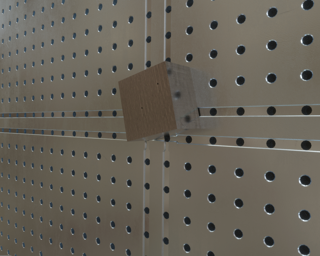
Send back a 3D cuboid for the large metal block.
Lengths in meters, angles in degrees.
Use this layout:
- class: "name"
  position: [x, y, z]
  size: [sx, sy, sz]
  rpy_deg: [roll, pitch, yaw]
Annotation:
- class: "large metal block"
  position: [-0.002, -0.030, 0.393]
  size: [0.080, 0.050, 0.080]
  rpy_deg: [-15, 80, 38]
